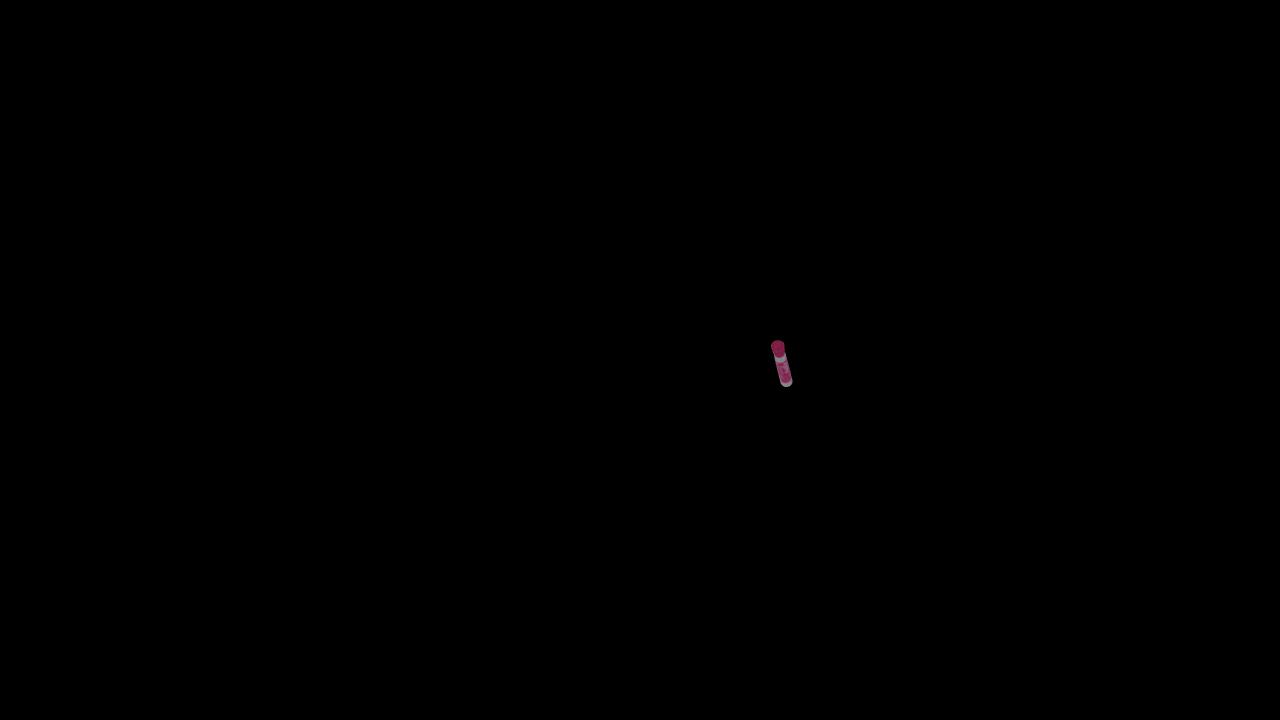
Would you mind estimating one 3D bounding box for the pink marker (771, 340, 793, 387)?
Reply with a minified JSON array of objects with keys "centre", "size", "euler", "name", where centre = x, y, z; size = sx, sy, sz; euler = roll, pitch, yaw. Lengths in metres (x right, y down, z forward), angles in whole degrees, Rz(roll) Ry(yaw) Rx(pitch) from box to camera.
[{"centre":[0.213,0.006,0.920],"size":[0.020,0.020,0.121],"euler":[0,-29,21],"name":"pink marker"}]
